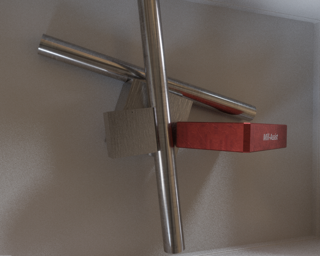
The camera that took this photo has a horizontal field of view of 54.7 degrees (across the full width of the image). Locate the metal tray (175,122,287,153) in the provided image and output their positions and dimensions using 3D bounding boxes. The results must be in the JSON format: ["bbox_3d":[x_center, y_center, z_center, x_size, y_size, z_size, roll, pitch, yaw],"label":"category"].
[{"bbox_3d":[0.091,0.009,0.381,0.131,0.090,0.030,1,91,-52],"label":"metal tray"}]

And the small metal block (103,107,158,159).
[{"bbox_3d":[-0.033,0.005,0.344,0.050,0.025,0.050,-7,92,-21],"label":"small metal block"}]

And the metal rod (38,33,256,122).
[{"bbox_3d":[-0.001,-0.060,0.410,0.302,0.025,0.025,15,85,-20],"label":"metal rod"}]

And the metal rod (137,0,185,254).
[{"bbox_3d":[0.001,-0.006,0.357,0.025,0.025,0.298,-7,93,-20],"label":"metal rod"}]

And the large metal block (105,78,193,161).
[{"bbox_3d":[-0.015,-0.008,0.391,0.081,0.050,0.080,19,84,-20],"label":"large metal block"}]
